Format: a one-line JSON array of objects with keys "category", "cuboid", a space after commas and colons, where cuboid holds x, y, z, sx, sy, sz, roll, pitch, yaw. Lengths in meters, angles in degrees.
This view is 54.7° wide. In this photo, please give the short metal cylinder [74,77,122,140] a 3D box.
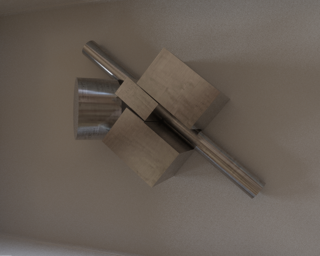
[{"category": "short metal cylinder", "cuboid": [-0.083, -0.024, 0.402, 0.050, 0.080, 0.079, 1, 90, -20]}]

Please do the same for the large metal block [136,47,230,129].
[{"category": "large metal block", "cuboid": [0.031, -0.043, 0.369, 0.080, 0.080, 0.050, 42, 103, 15]}]

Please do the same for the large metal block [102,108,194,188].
[{"category": "large metal block", "cuboid": [-0.010, 0.021, 0.383, 0.080, 0.080, 0.050, 41, 103, 15]}]

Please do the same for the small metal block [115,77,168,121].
[{"category": "small metal block", "cuboid": [-0.019, -0.034, 0.377, 0.050, 0.050, 0.025, 42, 103, 14]}]

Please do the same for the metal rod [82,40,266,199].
[{"category": "metal rod", "cuboid": [0.008, -0.020, 0.406, 0.300, 0.025, 0.025, 41, 103, 15]}]
